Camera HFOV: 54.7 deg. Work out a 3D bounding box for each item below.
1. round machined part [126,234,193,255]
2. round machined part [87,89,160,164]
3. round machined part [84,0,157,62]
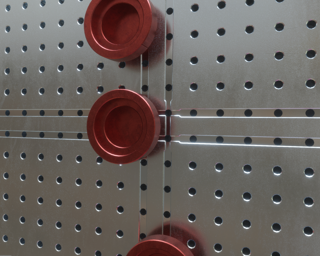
[{"bbox_3d":[0.004,0.187,0.401,0.098,0.042,0.097,0,90,19],"label":"round machined part"},{"bbox_3d":[-0.045,-0.002,0.419,0.098,0.042,0.097,0,90,19],"label":"round machined part"},{"bbox_3d":[-0.049,-0.138,0.420,0.098,0.042,0.097,0,90,19],"label":"round machined part"}]
